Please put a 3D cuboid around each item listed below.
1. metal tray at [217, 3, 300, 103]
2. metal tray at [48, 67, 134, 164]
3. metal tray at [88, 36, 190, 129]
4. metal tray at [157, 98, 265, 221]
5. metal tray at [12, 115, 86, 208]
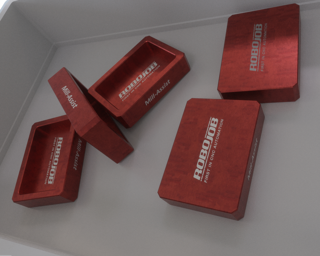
[{"bbox_3d":[0.128,-0.093,0.393,0.090,0.030,0.130,-1,61,27],"label":"metal tray"},{"bbox_3d":[-0.095,-0.018,0.425,0.030,0.090,0.130,-41,51,0],"label":"metal tray"},{"bbox_3d":[-0.032,-0.071,0.455,0.130,0.030,0.090,-45,52,-9],"label":"metal tray"},{"bbox_3d":[0.060,0.029,0.353,0.090,0.030,0.130,6,64,30],"label":"metal tray"},{"bbox_3d":[-0.158,0.046,0.457,0.090,0.030,0.130,-12,57,21],"label":"metal tray"}]
